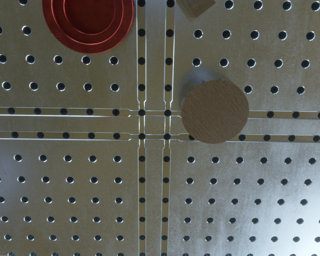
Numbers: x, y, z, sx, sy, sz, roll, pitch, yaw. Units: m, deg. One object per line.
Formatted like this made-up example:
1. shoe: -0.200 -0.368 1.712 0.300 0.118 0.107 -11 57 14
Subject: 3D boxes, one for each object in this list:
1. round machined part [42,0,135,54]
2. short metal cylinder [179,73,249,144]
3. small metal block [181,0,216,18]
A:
1. round machined part: -0.078 -0.136 0.353 0.099 0.042 0.097 0 110 -1
2. short metal cylinder: 0.065 -0.026 0.391 0.081 0.050 0.079 0 110 -1
3. small metal block: 0.034 -0.152 0.345 0.025 0.050 0.050 -35 107 12
